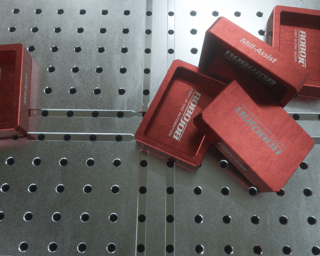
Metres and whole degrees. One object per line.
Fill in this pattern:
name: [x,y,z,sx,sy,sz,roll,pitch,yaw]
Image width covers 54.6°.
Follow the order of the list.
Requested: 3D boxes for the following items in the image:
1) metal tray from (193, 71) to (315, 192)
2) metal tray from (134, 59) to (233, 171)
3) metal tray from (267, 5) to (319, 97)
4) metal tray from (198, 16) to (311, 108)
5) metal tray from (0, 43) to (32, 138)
metal tray: [0.118,0.005,0.388,0.130,0.030,0.090,46,71,0]
metal tray: [0.034,-0.020,0.416,0.090,0.030,0.130,24,72,8]
metal tray: [0.205,-0.113,0.451,0.090,0.030,0.130,8,70,3]
metal tray: [0.115,-0.076,0.405,0.130,0.090,0.030,37,74,12]
metal tray: [-0.230,-0.051,0.426,0.091,0.030,0.130,-5,70,-2]
